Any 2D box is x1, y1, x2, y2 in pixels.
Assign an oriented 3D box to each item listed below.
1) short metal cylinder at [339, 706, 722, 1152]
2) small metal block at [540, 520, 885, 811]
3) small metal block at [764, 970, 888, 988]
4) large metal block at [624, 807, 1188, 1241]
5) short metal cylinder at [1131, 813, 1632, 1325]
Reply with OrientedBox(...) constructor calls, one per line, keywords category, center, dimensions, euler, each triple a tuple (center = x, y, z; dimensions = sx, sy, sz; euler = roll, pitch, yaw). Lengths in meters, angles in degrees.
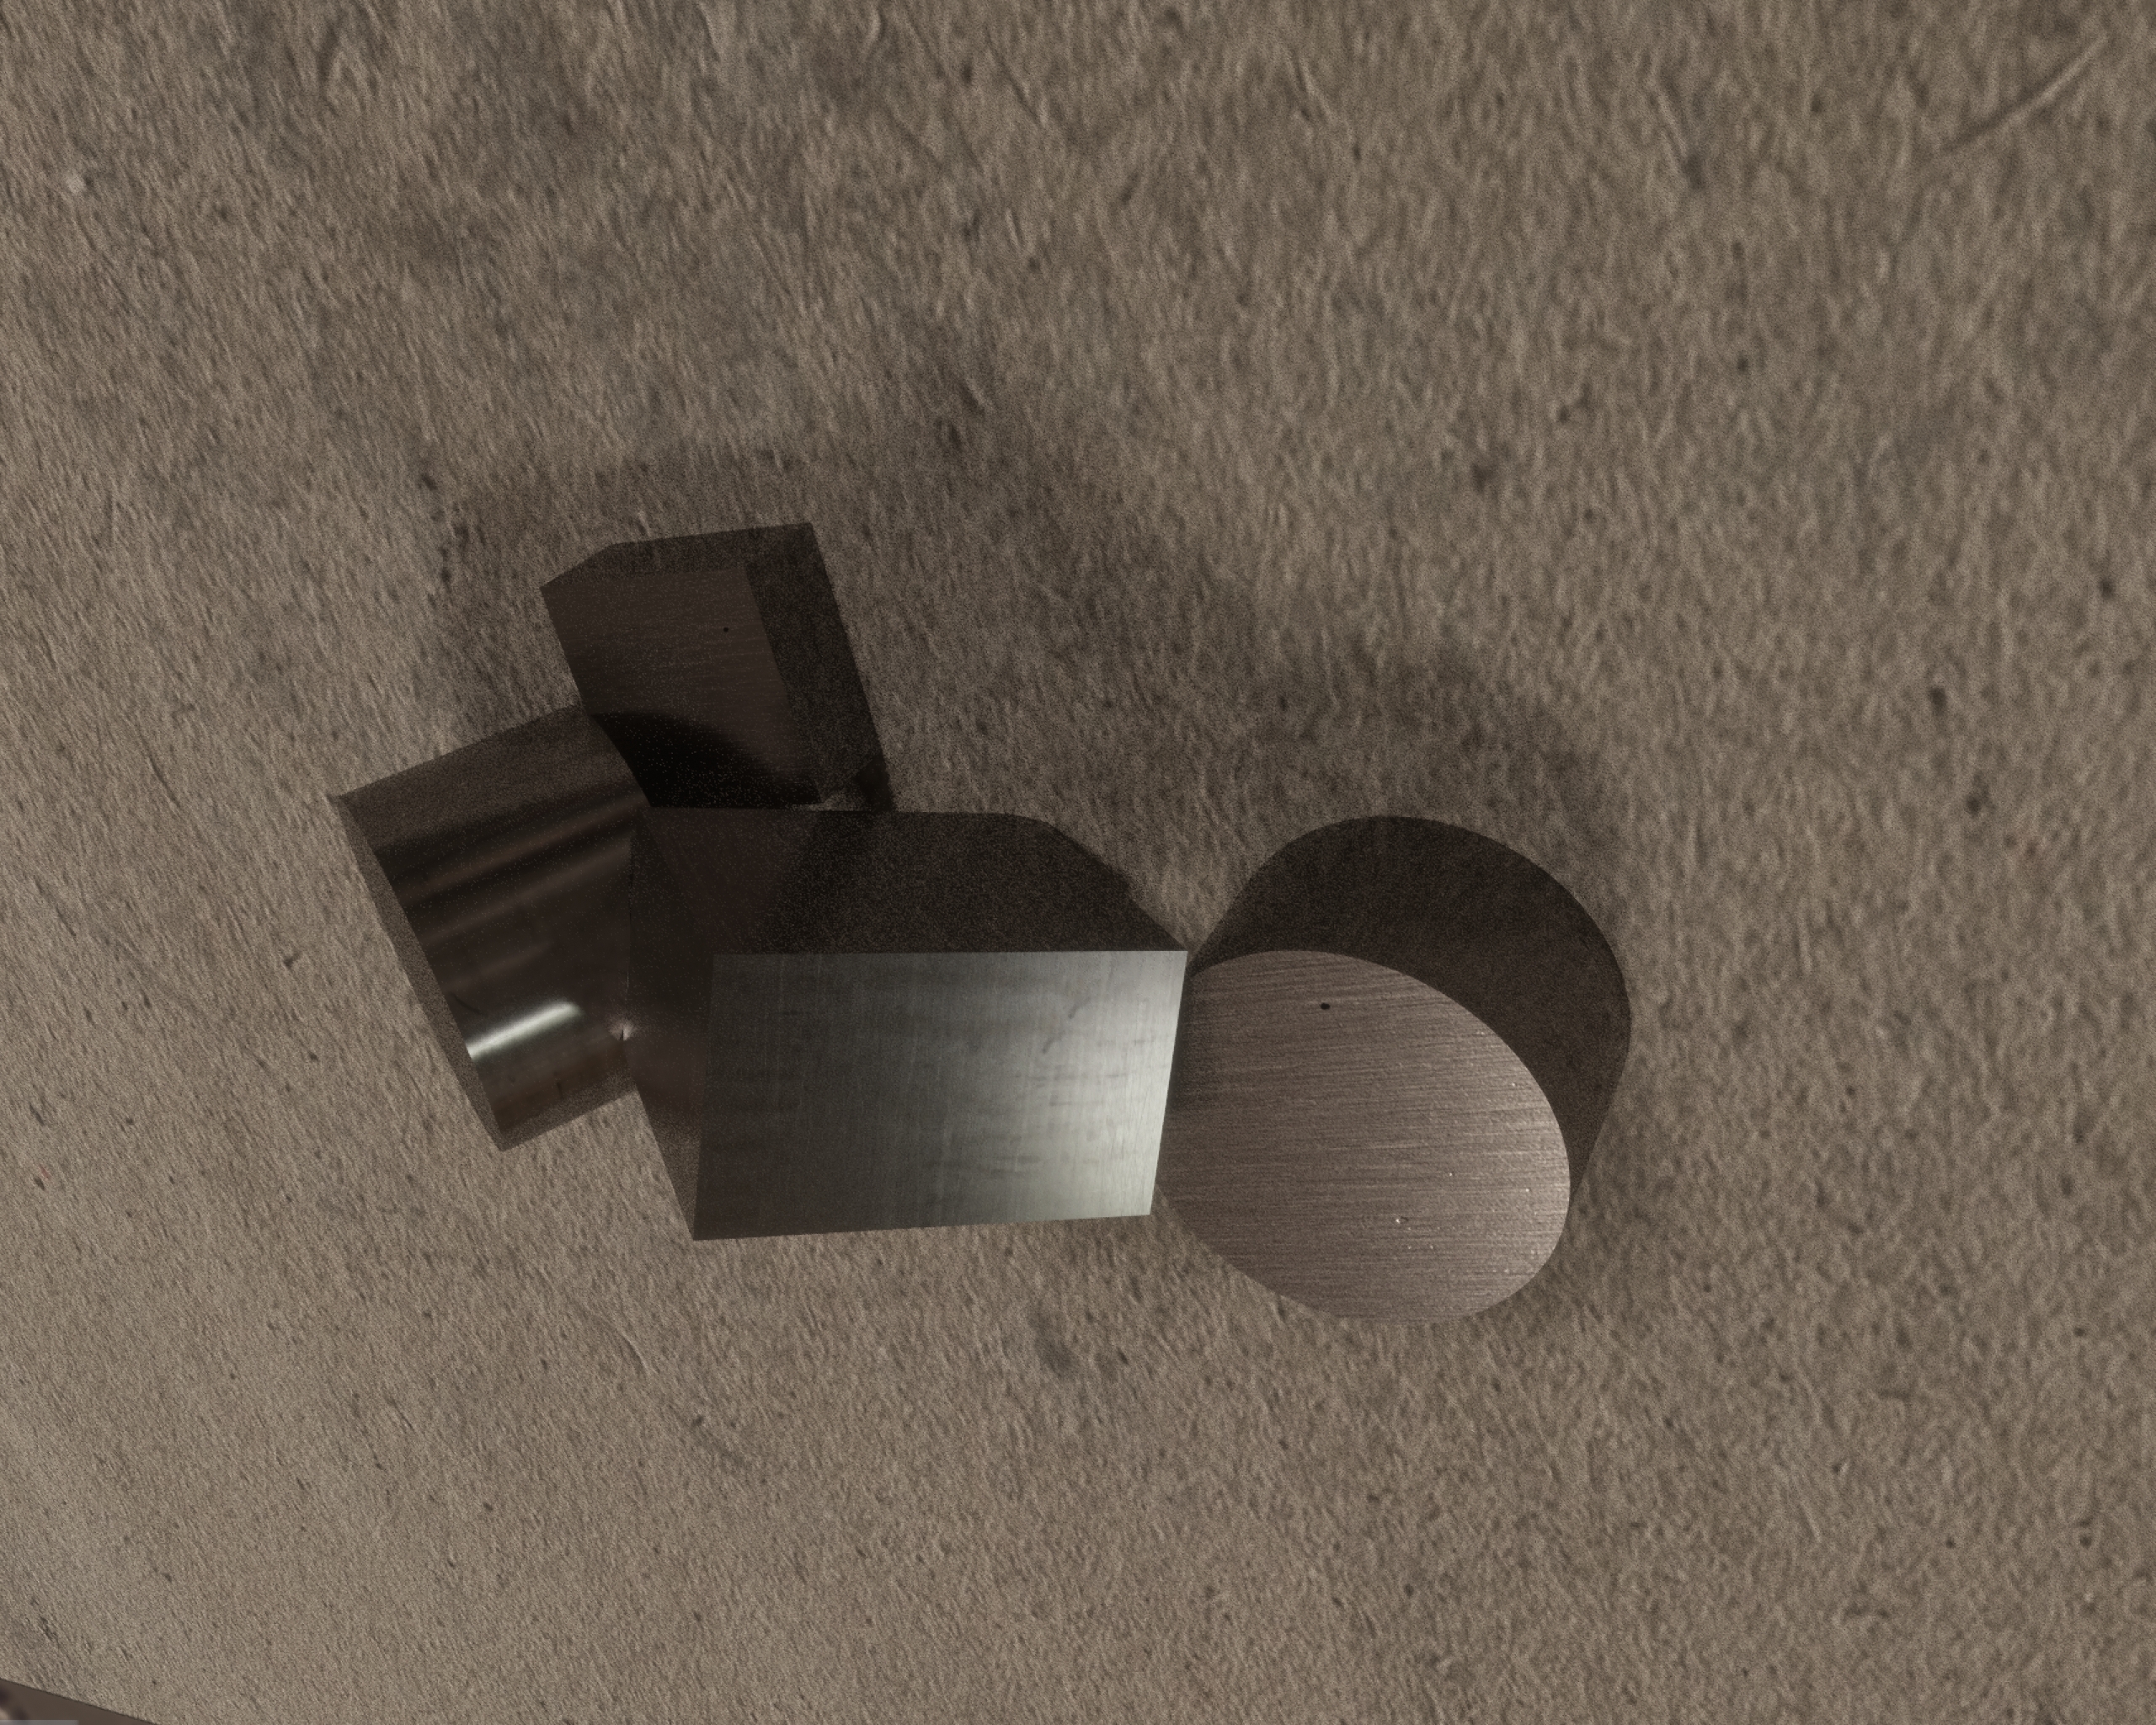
OrientedBox(category="short metal cylinder", center=(-0.113, 0.013, 0.435), dimensions=(0.080, 0.050, 0.080), euler=(50, 155, 35))
OrientedBox(category="small metal block", center=(-0.073, -0.039, 0.421), dimensions=(0.050, 0.025, 0.050), euler=(-1, 118, 28))
OrientedBox(category="small metal block", center=(-0.052, 0.039, 0.458), dimensions=(0.050, 0.025, 0.050), euler=(3, 120, 26))
OrientedBox(category="large metal block", center=(-0.035, 0.026, 0.382), dimensions=(0.081, 0.080, 0.050), euler=(1, 108, -21))
OrientedBox(category="short metal cylinder", center=(0.056, 0.038, 0.385), dimensions=(0.080, 0.050, 0.079), euler=(13, 124, 20))
